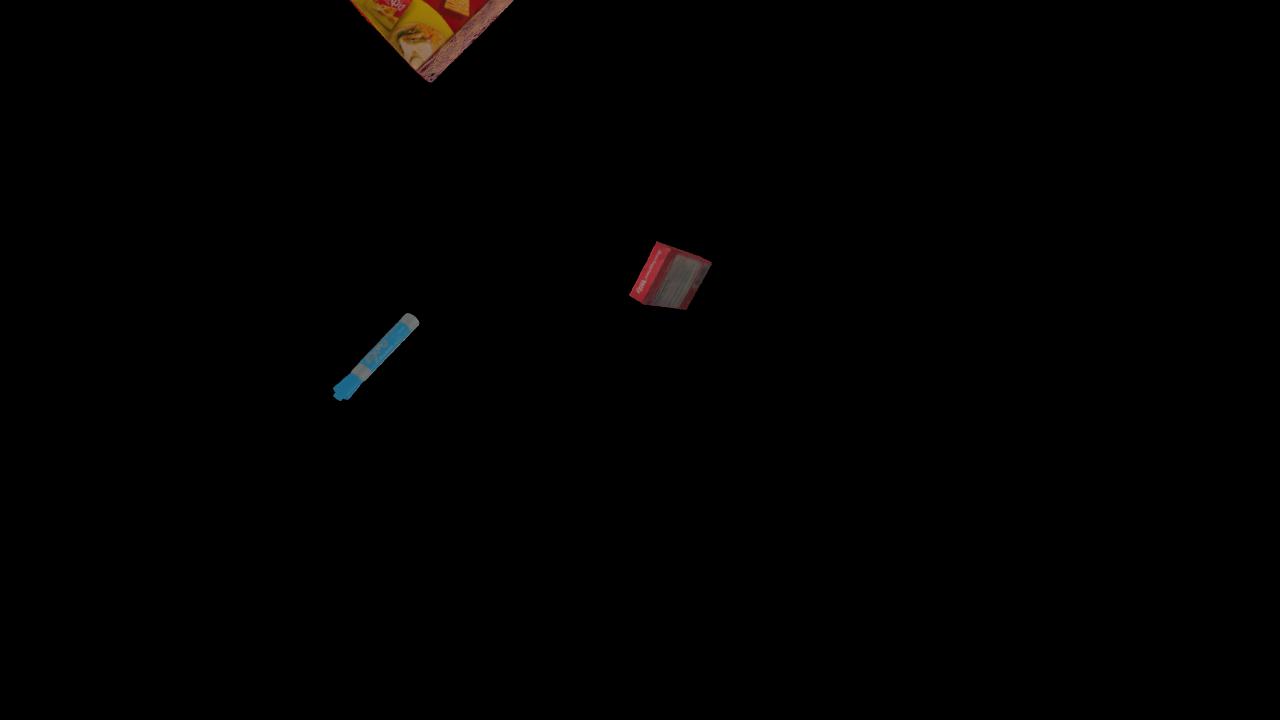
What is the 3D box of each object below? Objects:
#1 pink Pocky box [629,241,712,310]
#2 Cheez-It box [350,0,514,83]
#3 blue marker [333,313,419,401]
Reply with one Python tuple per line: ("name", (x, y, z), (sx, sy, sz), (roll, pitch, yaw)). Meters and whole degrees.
("pink Pocky box", (0.047, -0.117, 0.883), (0.029, 0.084, 0.155), (34, 16, 22))
("Cheez-It box", (-0.218, -0.449, 0.669), (0.223, 0.166, 0.071), (-42, 13, 5))
("blue marker", (-0.281, -0.004, 0.657), (0.020, 0.121, 0.020), (20, -36, 16))
